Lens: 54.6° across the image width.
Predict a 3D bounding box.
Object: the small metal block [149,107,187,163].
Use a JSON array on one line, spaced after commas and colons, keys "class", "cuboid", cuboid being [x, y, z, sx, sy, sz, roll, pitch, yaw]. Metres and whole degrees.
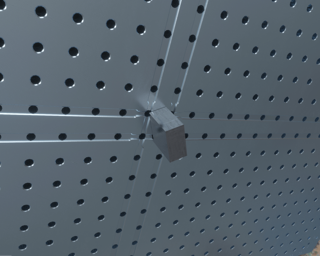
[{"class": "small metal block", "cuboid": [0.010, 0.008, 0.405, 0.025, 0.050, 0.050, -21, 127, -16]}]
